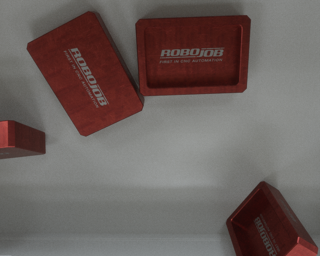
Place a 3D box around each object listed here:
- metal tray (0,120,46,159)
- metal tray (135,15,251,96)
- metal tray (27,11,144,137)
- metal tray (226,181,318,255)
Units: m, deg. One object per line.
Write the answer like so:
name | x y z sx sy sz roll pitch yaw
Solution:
metal tray | -0.221 0.020 0.379 0.131 0.090 0.030 -6 80 2
metal tray | 0.039 -0.088 0.376 0.131 0.030 0.089 -2 110 0
metal tray | -0.087 -0.064 0.384 0.090 0.030 0.130 -25 109 8
metal tray | 0.138 0.140 0.409 0.030 0.130 0.090 32 107 -11
